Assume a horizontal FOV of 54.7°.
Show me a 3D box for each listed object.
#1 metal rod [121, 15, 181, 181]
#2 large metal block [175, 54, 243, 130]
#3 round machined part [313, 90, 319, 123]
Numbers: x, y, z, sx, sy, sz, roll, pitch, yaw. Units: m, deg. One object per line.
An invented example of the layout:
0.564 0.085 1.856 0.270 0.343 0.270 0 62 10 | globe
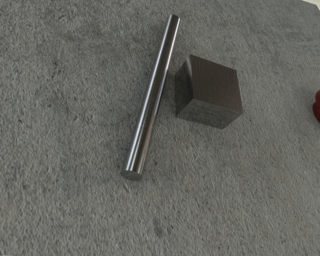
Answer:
-0.005 -0.064 0.441 0.025 0.025 0.300 24 53 -14 | metal rod
0.070 -0.052 0.459 0.081 0.050 0.080 14 56 -21 | large metal block
0.338 -0.033 0.599 0.099 0.042 0.098 14 56 -21 | round machined part
